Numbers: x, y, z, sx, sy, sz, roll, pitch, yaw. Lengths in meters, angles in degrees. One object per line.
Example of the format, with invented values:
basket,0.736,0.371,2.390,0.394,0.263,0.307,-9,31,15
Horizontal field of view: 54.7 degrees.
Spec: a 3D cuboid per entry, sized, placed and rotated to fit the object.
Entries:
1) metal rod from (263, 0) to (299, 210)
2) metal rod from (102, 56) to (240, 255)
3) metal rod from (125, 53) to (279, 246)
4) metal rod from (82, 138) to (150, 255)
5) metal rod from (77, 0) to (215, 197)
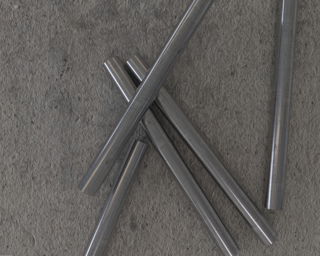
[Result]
metal rod,0.161,-0.043,0.410,0.025,0.025,0.298,4,90,0
metal rod,0.015,0.038,0.409,0.025,0.025,0.299,-32,90,0
metal rod,0.055,0.028,0.410,0.025,0.025,0.300,-38,90,0
metal rod,-0.083,0.155,0.409,0.025,0.025,0.299,23,90,0
metal rod,-0.013,-0.050,0.383,0.025,0.025,0.299,31,90,0
